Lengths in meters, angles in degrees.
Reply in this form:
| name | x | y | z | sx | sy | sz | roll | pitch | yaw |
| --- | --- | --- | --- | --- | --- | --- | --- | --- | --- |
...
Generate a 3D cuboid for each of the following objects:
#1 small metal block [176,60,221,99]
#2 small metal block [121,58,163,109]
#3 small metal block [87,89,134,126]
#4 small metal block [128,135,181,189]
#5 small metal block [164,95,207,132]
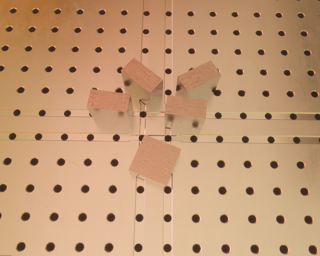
| name | x | y | z | sx | sy | sz | roll | pitch | yaw |
| --- | --- | --- | --- | --- | --- | --- | --- | --- | --- |
| small metal block | 0.051 | -0.059 | 0.421 | 0.050 | 0.050 | 0.025 | -27 | 73 | -10 |
| small metal block | -0.023 | -0.060 | 0.420 | 0.050 | 0.050 | 0.025 | 39 | 75 | 12 |
| small metal block | -0.064 | -0.026 | 0.407 | 0.050 | 0.050 | 0.025 | 7 | 70 | 2 |
| small metal block | -0.006 | 0.043 | 0.396 | 0.050 | 0.025 | 0.050 | 21 | 71 | 7 |
| small metal block | 0.032 | -0.018 | 0.405 | 0.050 | 0.050 | 0.025 | 7 | 70 | 2 |
